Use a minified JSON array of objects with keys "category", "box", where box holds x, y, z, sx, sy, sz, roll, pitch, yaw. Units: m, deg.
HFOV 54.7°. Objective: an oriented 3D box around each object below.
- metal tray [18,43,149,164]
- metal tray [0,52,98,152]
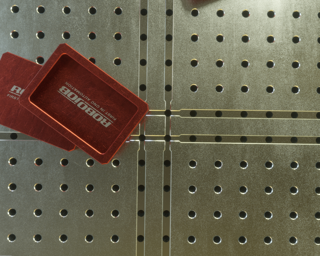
[{"category":"metal tray","box":[-0.090,-0.029,0.379,0.130,0.030,0.090,37,90,-1]},{"category":"metal tray","box":[-0.155,-0.034,0.409,0.131,0.030,0.090,22,90,-1]}]
